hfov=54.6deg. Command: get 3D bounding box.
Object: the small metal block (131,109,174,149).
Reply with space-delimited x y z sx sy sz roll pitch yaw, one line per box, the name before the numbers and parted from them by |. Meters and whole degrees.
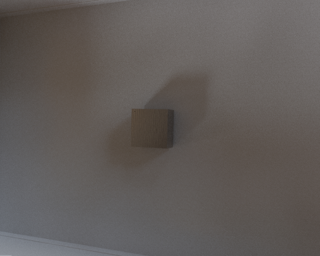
small metal block | -0.010 0.000 0.410 0.050 0.025 0.050 2 91 20
